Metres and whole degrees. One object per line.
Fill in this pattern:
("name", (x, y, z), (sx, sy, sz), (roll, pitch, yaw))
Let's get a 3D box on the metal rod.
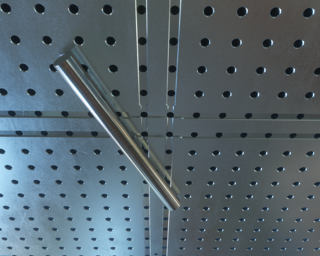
("metal rod", (-0.043, 0.025, 0.432), (0.025, 0.025, 0.300), (-21, 127, 16))
